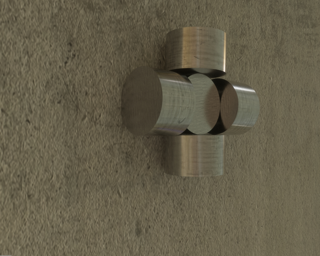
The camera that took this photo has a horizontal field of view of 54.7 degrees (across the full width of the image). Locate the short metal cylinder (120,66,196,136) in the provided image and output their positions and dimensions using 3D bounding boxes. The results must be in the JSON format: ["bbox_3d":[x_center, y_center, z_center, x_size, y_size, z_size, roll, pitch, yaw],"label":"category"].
[{"bbox_3d":[-0.004,-0.030,0.369,0.050,0.080,0.079,3,89,-40],"label":"short metal cylinder"}]

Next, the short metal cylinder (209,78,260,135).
[{"bbox_3d":[0.097,-0.030,0.454,0.050,0.080,0.079,3,89,-40],"label":"short metal cylinder"}]

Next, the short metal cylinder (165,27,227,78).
[{"bbox_3d":[0.048,-0.097,0.411,0.081,0.080,0.050,2,89,-40],"label":"short metal cylinder"}]

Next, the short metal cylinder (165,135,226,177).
[{"bbox_3d":[0.046,0.034,0.411,0.081,0.080,0.050,0,89,-40],"label":"short metal cylinder"}]

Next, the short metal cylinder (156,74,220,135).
[{"bbox_3d":[0.037,-0.031,0.423,0.081,0.050,0.079,0,90,-40],"label":"short metal cylinder"}]
